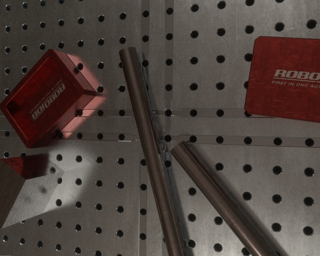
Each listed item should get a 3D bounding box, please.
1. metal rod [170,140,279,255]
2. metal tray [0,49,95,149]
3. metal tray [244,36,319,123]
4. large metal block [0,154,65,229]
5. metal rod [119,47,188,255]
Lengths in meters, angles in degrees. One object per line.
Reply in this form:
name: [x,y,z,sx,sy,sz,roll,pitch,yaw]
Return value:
metal rod: [0.114,0.138,0.372,0.025,0.025,0.300,-42,77,15]
metal tray: [-0.172,-0.042,0.468,0.130,0.030,0.090,-42,77,14]
metal tray: [0.169,-0.052,0.350,0.130,0.030,0.089,9,93,19]
large metal block: [-0.200,0.088,0.452,0.050,0.080,0.080,33,100,17]
metal rod: [-0.008,0.038,0.414,0.025,0.025,0.298,-16,85,19]
